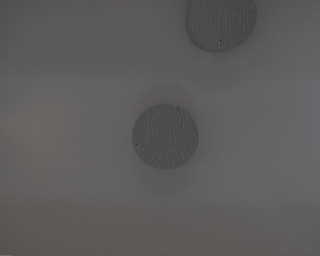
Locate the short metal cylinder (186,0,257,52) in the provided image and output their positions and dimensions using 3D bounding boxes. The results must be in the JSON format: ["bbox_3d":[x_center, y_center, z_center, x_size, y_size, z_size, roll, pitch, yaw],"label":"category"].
[{"bbox_3d":[0.075,-0.138,0.393,0.080,0.050,0.079,0,100,0],"label":"short metal cylinder"}]

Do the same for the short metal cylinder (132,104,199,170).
[{"bbox_3d":[0.007,0.010,0.399,0.081,0.050,0.080,0,90,0],"label":"short metal cylinder"}]
